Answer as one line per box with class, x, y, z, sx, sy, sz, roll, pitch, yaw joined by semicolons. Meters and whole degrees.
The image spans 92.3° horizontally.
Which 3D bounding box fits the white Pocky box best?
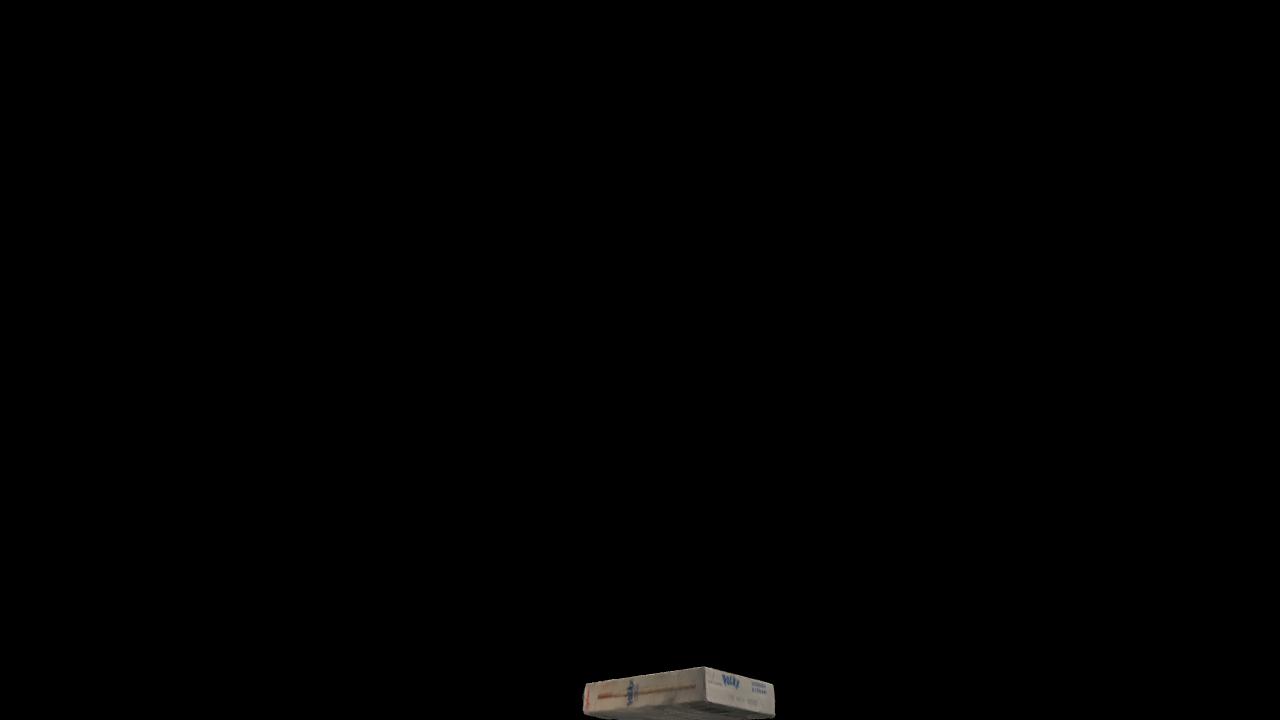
white Pocky box;0.030;0.289;0.524;0.084;0.028;0.154;29;-42;-31
